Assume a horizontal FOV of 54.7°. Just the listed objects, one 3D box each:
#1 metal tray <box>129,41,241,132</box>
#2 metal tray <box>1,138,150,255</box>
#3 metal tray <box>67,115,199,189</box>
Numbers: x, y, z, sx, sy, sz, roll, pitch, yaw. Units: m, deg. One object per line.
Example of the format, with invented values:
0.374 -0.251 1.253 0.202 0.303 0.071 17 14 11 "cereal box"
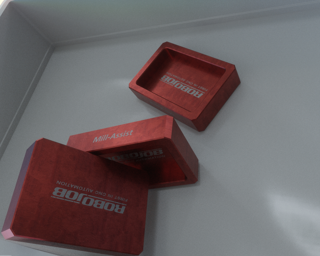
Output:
0.030 -0.061 0.423 0.130 0.030 0.090 31 79 37 "metal tray"
-0.075 0.073 0.311 0.030 0.131 0.090 -31 46 45 "metal tray"
-0.031 0.036 0.354 0.130 0.090 0.030 -12 47 21 "metal tray"
